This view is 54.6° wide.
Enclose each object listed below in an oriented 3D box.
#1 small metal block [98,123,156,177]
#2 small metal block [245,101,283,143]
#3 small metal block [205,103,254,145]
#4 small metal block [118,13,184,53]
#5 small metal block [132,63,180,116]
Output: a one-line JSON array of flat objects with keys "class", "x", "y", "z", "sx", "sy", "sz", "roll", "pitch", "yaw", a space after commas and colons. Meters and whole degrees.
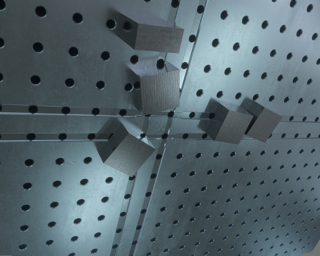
[{"class": "small metal block", "x": -0.043, "y": 0.030, "z": 0.406, "sx": 0.050, "sy": 0.025, "sz": 0.050, "roll": 35, "pitch": 99, "yaw": -39}, {"class": "small metal block", "x": 0.158, "y": -0.009, "z": 0.491, "sx": 0.050, "sy": 0.025, "sz": 0.050, "roll": 19, "pitch": 108, "yaw": -36}, {"class": "small metal block", "x": 0.103, "y": -0.006, "z": 0.463, "sx": 0.050, "sy": 0.025, "sz": 0.050, "roll": 10, "pitch": 114, "yaw": -33}, {"class": "small metal block", "x": -0.011, "y": -0.100, "z": 0.327, "sx": 0.050, "sy": 0.050, "sz": 0.025, "roll": -2, "pitch": 120, "yaw": -27}, {"class": "small metal block", "x": -0.004, "y": -0.047, "z": 0.379, "sx": 0.050, "sy": 0.025, "sz": 0.050, "roll": -15, "pitch": 125, "yaw": -20}]
